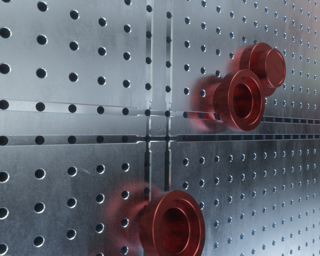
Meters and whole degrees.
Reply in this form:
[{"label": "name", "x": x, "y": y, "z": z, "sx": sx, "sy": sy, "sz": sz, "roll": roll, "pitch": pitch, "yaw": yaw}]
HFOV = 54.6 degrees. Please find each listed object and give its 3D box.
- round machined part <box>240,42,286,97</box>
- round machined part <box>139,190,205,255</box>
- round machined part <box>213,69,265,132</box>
[{"label": "round machined part", "x": 0.189, "y": -0.104, "z": 0.555, "sx": 0.099, "sy": 0.042, "sz": 0.097, "roll": 0, "pitch": 90, "yaw": -40}, {"label": "round machined part", "x": 0.012, "y": 0.131, "z": 0.397, "sx": 0.099, "sy": 0.042, "sz": 0.098, "roll": 18, "pitch": 64, "yaw": -42}, {"label": "round machined part", "x": 0.124, "y": -0.043, "z": 0.501, "sx": 0.099, "sy": 0.042, "sz": 0.097, "roll": 0, "pitch": 90, "yaw": -40}]
